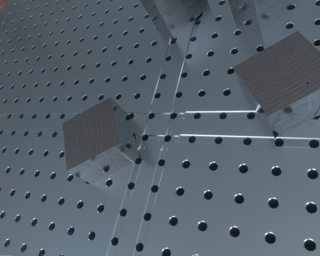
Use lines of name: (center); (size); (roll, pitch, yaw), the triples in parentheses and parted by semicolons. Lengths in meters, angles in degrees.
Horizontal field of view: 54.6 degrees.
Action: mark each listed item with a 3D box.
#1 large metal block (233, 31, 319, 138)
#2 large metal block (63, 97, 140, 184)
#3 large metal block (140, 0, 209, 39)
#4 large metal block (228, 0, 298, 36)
large metal block: (0.142, -0.049, 0.348); (0.080, 0.050, 0.080); (-29, 52, 10)
large metal block: (-0.082, 0.017, 0.426); (0.080, 0.050, 0.080); (-27, 52, 11)
large metal block: (0.021, -0.203, 0.488); (0.080, 0.080, 0.050); (-45, 51, -3)
large metal block: (0.139, -0.188, 0.416); (0.080, 0.080, 0.050); (-45, 51, -3)
